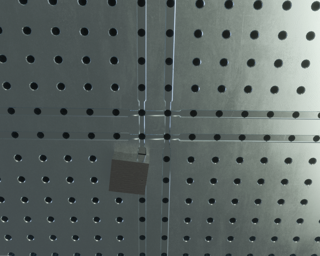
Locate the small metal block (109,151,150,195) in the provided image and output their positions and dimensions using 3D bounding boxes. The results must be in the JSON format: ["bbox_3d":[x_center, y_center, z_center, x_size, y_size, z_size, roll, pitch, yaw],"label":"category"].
[{"bbox_3d":[-0.043,0.064,0.436,0.050,0.025,0.050,7,110,-3],"label":"small metal block"}]
